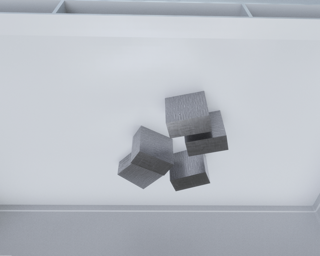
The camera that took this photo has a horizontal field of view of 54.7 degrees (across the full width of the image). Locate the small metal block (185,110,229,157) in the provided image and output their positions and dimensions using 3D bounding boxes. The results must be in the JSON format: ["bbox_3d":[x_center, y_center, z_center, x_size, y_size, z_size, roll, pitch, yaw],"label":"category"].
[{"bbox_3d":[0.058,0.006,0.399,0.050,0.050,0.025,-10,129,8],"label":"small metal block"}]

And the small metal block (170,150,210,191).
[{"bbox_3d":[0.041,0.058,0.443,0.050,0.050,0.025,-16,129,12],"label":"small metal block"}]

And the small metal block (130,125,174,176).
[{"bbox_3d":[-0.010,0.030,0.418,0.050,0.050,0.025,24,126,-19],"label":"small metal block"}]

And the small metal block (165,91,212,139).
[{"bbox_3d":[0.034,-0.017,0.379,0.050,0.050,0.025,-10,130,8],"label":"small metal block"}]

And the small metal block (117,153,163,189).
[{"bbox_3d":[-0.026,0.059,0.459,0.050,0.025,0.050,36,121,-27],"label":"small metal block"}]
